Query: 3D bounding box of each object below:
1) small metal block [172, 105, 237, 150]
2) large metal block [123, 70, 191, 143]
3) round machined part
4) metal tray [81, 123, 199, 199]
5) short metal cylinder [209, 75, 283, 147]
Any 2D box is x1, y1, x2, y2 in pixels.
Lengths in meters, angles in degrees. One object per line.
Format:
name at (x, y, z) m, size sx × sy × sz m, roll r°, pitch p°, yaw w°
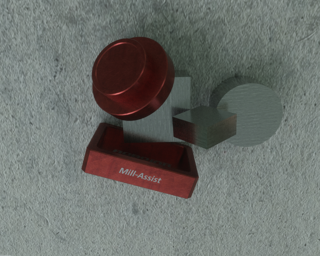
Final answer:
small metal block at (0.050, -0.003, 0.348) m, size 0.050 × 0.050 × 0.025 m, roll -22°, pitch 118°, yaw -37°
large metal block at (-0.005, -0.029, 0.388) m, size 0.080 × 0.050 × 0.079 m, roll -1°, pitch 110°, yaw 0°
round machined part at (-0.037, -0.061, 0.349) m, size 0.098 × 0.098 × 0.042 m, roll -35°, pitch 151°, yaw 11°
metal tray at (-0.022, 0.037, 0.389) m, size 0.131 × 0.090 × 0.030 m, roll 16°, pitch 110°, yaw -6°
short metal cylinder at (0.105, -0.023, 0.391) m, size 0.081 × 0.050 × 0.079 m, roll 0°, pitch 110°, yaw 0°
